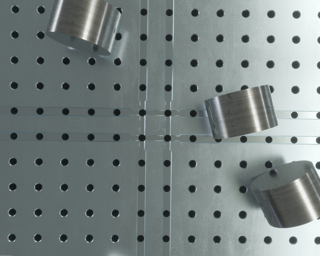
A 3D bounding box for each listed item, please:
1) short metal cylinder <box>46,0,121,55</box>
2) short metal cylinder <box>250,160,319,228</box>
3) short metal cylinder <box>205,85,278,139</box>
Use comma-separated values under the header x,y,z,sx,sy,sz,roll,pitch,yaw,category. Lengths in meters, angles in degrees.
x,y,z,sx,sy,sz,roll,pitch,yaw,category
-0.094,-0.128,0.385,0.080,0.080,0.050,15,90,-1,short metal cylinder
0.162,0.081,0.388,0.080,0.080,0.050,-27,91,0,short metal cylinder
0.101,-0.019,0.387,0.080,0.080,0.050,-14,90,0,short metal cylinder
